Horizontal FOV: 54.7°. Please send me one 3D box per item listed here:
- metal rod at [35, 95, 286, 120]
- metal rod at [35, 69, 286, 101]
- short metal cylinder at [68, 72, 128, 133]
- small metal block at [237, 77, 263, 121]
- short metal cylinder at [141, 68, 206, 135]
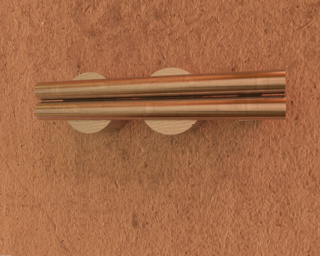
[{"bbox_3d":[-0.016,-0.022,0.362,0.301,0.025,0.025,0,90,19],"label":"metal rod"},{"bbox_3d":[-0.016,-0.048,0.362,0.301,0.025,0.025,0,90,19],"label":"metal rod"},{"bbox_3d":[-0.084,-0.033,0.426,0.080,0.050,0.080,0,90,20],"label":"short metal cylinder"},{"bbox_3d":[0.106,-0.033,0.361,0.025,0.050,0.050,-2,89,20],"label":"small metal block"},{"bbox_3d":[0.020,-0.032,0.390,0.080,0.050,0.080,0,90,20],"label":"short metal cylinder"}]
